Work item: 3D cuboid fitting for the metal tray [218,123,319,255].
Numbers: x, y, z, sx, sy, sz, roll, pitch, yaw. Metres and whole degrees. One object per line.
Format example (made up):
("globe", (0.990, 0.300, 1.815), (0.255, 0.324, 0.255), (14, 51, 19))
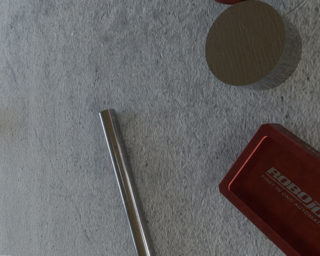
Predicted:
("metal tray", (0.130, 0.067, 0.293), (0.130, 0.030, 0.089), (43, 116, 31))

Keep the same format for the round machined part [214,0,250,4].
("round machined part", (0.083, -0.171, 0.298), (0.098, 0.042, 0.098), (-18, 52, 26))

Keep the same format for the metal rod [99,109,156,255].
("metal rod", (-0.036, 0.115, 0.432), (0.025, 0.025, 0.299), (-28, 73, 36))

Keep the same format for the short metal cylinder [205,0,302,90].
("short metal cylinder", (0.093, -0.080, 0.311), (0.080, 0.050, 0.079), (0, 90, 39))
